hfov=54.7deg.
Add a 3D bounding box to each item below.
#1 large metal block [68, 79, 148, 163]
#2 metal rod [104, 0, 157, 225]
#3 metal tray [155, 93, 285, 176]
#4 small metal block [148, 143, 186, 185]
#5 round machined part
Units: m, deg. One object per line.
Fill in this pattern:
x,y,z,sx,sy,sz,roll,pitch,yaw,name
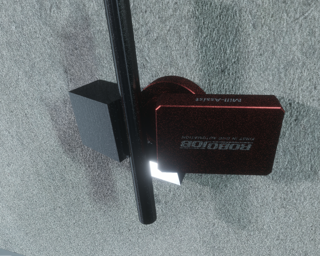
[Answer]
-0.067,-0.012,0.405,0.080,0.050,0.079,19,128,39,large metal block
-0.030,-0.006,0.366,0.025,0.025,0.298,7,120,24,metal rod
0.062,0.008,0.349,0.131,0.030,0.089,1,122,4,metal tray
0.007,0.050,0.423,0.050,0.025,0.050,15,150,20,small metal block
0.013,-0.011,0.383,0.098,0.042,0.097,13,124,21,round machined part
